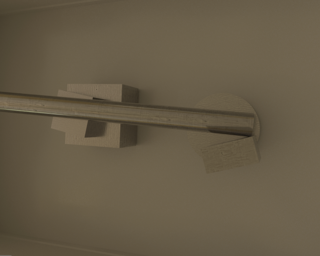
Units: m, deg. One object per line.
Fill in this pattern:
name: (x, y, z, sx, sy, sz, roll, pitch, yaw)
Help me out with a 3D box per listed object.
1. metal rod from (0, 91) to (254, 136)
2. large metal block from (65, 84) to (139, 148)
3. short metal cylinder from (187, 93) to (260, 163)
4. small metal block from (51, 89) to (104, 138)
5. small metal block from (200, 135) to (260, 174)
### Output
metal rod: (-0.051, -0.018, 0.351, 0.301, 0.025, 0.025, 6, 92, 11)
large metal block: (-0.078, -0.017, 0.420, 0.080, 0.050, 0.079, 3, 91, 19)
short metal cylinder: (0.077, 0.001, 0.368, 0.080, 0.050, 0.079, 0, 90, 19)
small metal block: (-0.104, -0.018, 0.391, 0.050, 0.025, 0.050, 14, 94, 19)
small metal block: (0.073, 0.026, 0.315, 0.050, 0.050, 0.025, -15, 85, 19)
